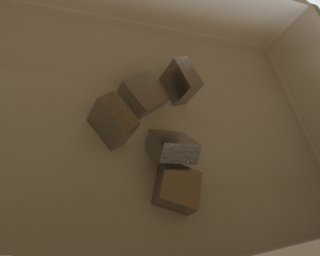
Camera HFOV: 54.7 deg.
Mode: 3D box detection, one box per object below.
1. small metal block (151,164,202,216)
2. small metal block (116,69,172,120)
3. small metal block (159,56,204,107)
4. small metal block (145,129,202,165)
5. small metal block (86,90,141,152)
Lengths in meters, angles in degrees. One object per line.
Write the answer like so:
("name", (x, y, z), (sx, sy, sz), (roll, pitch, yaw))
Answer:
("small metal block", (0.021, 0.072, 0.373), (0.050, 0.025, 0.050), (22, 54, -15))
("small metal block", (-0.022, -0.046, 0.422), (0.050, 0.025, 0.050), (-33, 80, -38))
("small metal block", (0.030, -0.067, 0.446), (0.025, 0.050, 0.050), (-16, 70, -34))
("small metal block", (0.015, 0.023, 0.382), (0.050, 0.025, 0.050), (5, 16, -26))
("small metal block", (-0.056, -0.007, 0.364), (0.025, 0.050, 0.050), (-33, 81, -38))
